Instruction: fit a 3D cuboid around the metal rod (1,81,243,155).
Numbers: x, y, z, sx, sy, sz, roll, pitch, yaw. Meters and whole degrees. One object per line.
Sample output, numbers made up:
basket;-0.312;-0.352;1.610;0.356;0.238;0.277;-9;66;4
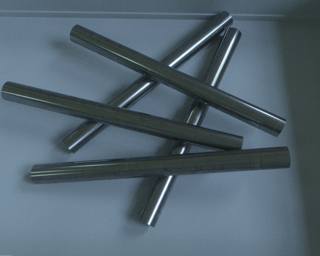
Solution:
metal rod;-0.049;-0.013;0.386;0.302;0.025;0.025;13;71;4

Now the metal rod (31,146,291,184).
metal rod;-0.006;0.045;0.368;0.302;0.025;0.025;-5;70;7

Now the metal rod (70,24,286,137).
metal rod;0.016;-0.065;0.406;0.301;0.025;0.025;26;72;8

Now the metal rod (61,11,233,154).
metal rod;-0.009;-0.071;0.435;0.301;0.025;0.025;-41;75;-14

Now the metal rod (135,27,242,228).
metal rod;0.046;-0.014;0.415;0.025;0.025;0.300;24;71;8
